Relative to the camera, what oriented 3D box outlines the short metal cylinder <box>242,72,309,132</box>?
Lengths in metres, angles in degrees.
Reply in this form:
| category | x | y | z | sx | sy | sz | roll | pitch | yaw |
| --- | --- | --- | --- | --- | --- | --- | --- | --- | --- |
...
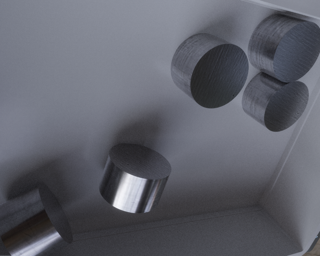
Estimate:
| category | x | y | z | sx | sy | sz | roll | pitch | yaw |
| --- | --- | --- | --- | --- | --- | --- | --- | --- | --- |
| short metal cylinder | 0.170 | -0.041 | 0.460 | 0.081 | 0.050 | 0.079 | -14 | 125 | -21 |

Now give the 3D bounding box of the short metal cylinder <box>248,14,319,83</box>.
| category | x | y | z | sx | sy | sz | roll | pitch | yaw |
| --- | --- | --- | --- | --- | --- | --- | --- | --- | --- |
| short metal cylinder | 0.167 | -0.108 | 0.417 | 0.081 | 0.050 | 0.079 | -14 | 124 | -21 |

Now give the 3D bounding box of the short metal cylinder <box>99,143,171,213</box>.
| category | x | y | z | sx | sy | sz | roll | pitch | yaw |
| --- | --- | --- | --- | --- | --- | --- | --- | --- | --- |
| short metal cylinder | -0.032 | 0.062 | 0.394 | 0.081 | 0.080 | 0.050 | 6 | 116 | -31 |

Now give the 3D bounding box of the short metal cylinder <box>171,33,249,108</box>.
| category | x | y | z | sx | sy | sz | roll | pitch | yaw |
| --- | --- | --- | --- | --- | --- | --- | --- | --- | --- |
| short metal cylinder | 0.060 | -0.071 | 0.381 | 0.081 | 0.050 | 0.079 | -14 | 124 | -21 |

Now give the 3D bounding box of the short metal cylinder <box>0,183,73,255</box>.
| category | x | y | z | sx | sy | sz | roll | pitch | yaw |
| --- | --- | --- | --- | --- | --- | --- | --- | --- | --- |
| short metal cylinder | -0.145 | 0.112 | 0.363 | 0.050 | 0.080 | 0.080 | -28 | 128 | -10 |
